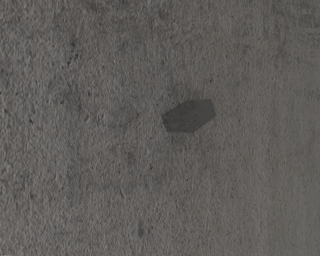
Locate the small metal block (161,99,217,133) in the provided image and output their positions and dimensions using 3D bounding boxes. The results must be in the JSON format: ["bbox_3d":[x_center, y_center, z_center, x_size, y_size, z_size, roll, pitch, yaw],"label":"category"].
[{"bbox_3d":[0.039,-0.017,0.420,0.050,0.050,0.025,-33,111,-35],"label":"small metal block"}]
